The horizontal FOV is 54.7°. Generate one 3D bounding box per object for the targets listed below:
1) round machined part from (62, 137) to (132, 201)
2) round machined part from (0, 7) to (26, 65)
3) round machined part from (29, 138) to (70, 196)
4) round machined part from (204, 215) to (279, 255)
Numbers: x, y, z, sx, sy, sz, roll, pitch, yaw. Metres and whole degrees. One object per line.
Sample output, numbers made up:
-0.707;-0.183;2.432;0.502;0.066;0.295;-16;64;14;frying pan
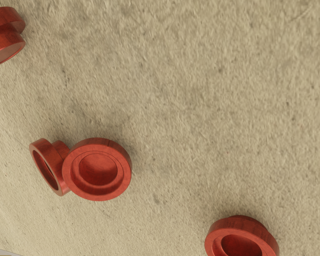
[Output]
-0.090;0.057;0.461;0.099;0.042;0.097;-1;115;-1;round machined part
-0.218;-0.111;0.403;0.098;0.098;0.042;-25;105;36;round machined part
-0.167;0.058;0.503;0.098;0.042;0.097;34;141;33;round machined part
0.116;0.162;0.434;0.098;0.042;0.097;13;124;20;round machined part
